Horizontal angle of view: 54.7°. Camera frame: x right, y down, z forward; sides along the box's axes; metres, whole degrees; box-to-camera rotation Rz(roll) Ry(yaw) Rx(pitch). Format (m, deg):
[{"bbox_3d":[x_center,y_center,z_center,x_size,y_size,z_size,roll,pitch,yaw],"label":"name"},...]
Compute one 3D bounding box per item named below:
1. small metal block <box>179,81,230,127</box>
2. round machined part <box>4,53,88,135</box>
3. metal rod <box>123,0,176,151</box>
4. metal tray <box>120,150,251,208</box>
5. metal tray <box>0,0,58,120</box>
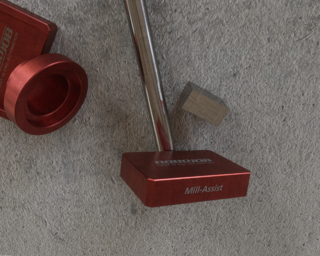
[{"bbox_3d":[0.054,-0.031,0.386,0.050,0.050,0.025,27,108,-10],"label":"small metal block"},{"bbox_3d":[-0.136,-0.043,0.362,0.042,0.099,0.097,35,109,22],"label":"round machined part"},{"bbox_3d":[-0.010,-0.059,0.388,0.025,0.025,0.298,-11,110,3],"label":"metal rod"},{"bbox_3d":[0.028,0.055,0.370,0.131,0.090,0.030,0,103,-26],"label":"metal tray"},{"bbox_3d":[-0.191,-0.083,0.373,0.090,0.030,0.129,25,108,-9],"label":"metal tray"}]
